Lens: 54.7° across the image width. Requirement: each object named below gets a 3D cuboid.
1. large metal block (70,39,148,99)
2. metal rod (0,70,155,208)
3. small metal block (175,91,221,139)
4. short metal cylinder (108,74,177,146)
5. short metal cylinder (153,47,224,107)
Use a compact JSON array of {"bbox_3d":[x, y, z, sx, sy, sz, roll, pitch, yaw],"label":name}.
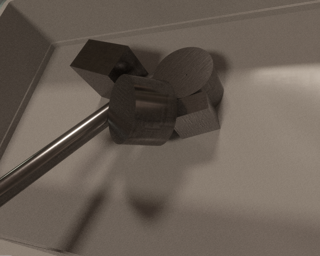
[{"bbox_3d":[-0.068,-0.079,0.453,0.080,0.080,0.050,20,72,35],"label":"large metal block"},{"bbox_3d":[-0.094,0.005,0.379,0.025,0.025,0.302,25,53,36],"label":"metal rod"},{"bbox_3d":[0.041,-0.014,0.376,0.050,0.050,0.025,-16,56,18],"label":"small metal block"},{"bbox_3d":[-0.023,-0.020,0.362,0.080,0.050,0.080,-13,75,59],"label":"short metal cylinder"},{"bbox_3d":[0.037,-0.058,0.405,0.080,0.050,0.080,-13,56,20],"label":"short metal cylinder"}]
